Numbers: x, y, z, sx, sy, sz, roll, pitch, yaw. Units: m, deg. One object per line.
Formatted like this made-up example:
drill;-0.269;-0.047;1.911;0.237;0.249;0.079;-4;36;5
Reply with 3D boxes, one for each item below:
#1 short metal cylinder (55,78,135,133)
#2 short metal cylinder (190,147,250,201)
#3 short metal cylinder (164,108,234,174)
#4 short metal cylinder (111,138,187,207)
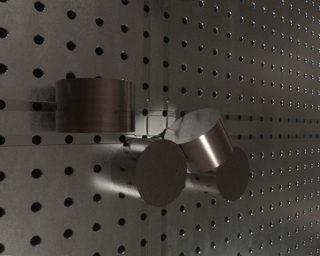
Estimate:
short metal cylinder;-0.066;-0.021;0.320;0.081;0.080;0.050;0;90;-40
short metal cylinder;0.092;0.067;0.473;0.081;0.050;0.079;0;90;-40
short metal cylinder;0.053;0.016;0.420;0.080;0.080;0.050;-44;117;-31
short metal cylinder;-0.013;0.053;0.384;0.081;0.050;0.079;0;90;-40
